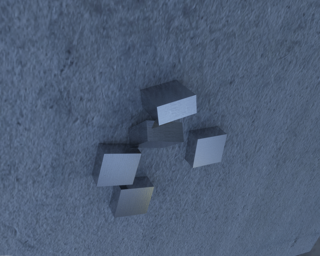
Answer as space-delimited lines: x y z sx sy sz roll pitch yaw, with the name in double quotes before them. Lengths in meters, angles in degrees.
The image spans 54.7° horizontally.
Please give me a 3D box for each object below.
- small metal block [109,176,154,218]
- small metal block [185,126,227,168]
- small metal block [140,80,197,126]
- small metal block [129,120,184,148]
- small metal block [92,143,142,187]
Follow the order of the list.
"small metal block" -0.041 0.099 0.447 0.050 0.025 0.050 1 118 -29
"small metal block" 0.068 0.028 0.463 0.050 0.025 0.050 -9 122 -24
"small metal block" 0.010 -0.033 0.377 0.050 0.050 0.025 -19 126 -18
"small metal block" -0.006 0.009 0.392 0.050 0.050 0.025 3 77 -30
"small metal block" -0.058 0.048 0.406 0.050 0.025 0.050 2 117 -30
